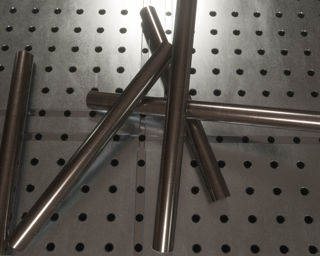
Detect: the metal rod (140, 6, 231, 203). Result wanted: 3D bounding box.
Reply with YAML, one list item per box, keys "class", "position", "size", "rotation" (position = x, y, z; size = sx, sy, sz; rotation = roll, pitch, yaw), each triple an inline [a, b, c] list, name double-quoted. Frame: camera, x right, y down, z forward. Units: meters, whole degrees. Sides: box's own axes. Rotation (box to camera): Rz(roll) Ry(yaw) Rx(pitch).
- class: "metal rod"
  position: [0.028, -0.046, 0.428]
  size: [0.025, 0.025, 0.299]
  rotation: [-17, 71, -7]

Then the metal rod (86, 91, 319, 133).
- class: "metal rod"
  position: [0.050, -0.022, 0.389]
  size: [0.301, 0.025, 0.025]
  rotation: [7, 70, 14]

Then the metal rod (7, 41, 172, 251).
- class: "metal rod"
  position: [-0.077, 0.016, 0.377]
  size: [0.025, 0.025, 0.300]
  rotation: [36, 84, 12]

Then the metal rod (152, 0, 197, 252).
- class: "metal rod"
  position: [0.018, -0.007, 0.369]
  size: [0.025, 0.025, 0.298]
  rotation: [6, 87, 2]

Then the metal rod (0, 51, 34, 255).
- class: "metal rod"
  position: [-0.192, 0.036, 0.396]
  size: [0.025, 0.025, 0.299]
  rotation: [-1, 70, -1]
